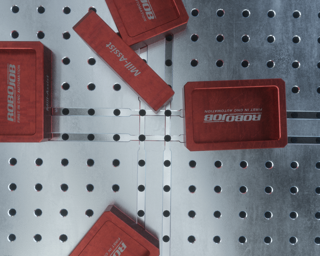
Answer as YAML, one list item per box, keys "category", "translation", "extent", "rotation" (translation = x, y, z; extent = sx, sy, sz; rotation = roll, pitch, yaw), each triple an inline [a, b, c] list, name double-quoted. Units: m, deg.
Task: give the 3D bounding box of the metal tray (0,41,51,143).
- category: "metal tray"
  translation: [-0.194, -0.046, 0.408]
  extent: [0.091, 0.030, 0.129]
  rotation: [0, 90, -1]

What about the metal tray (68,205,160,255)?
- category: "metal tray"
  translation: [-0.073, 0.181, 0.410]
  extent: [0.090, 0.030, 0.130]
  rotation: [39, 90, -1]

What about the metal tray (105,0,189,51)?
- category: "metal tray"
  translation: [-0.028, -0.179, 0.410]
  extent: [0.090, 0.030, 0.129]
  rotation: [-23, 90, -1]

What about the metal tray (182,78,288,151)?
- category: "metal tray"
  translation: [0.098, -0.017, 0.412]
  extent: [0.131, 0.030, 0.089]
  rotation: [-2, 90, -1]

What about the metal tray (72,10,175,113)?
- category: "metal tray"
  translation: [-0.040, -0.075, 0.380]
  extent: [0.130, 0.090, 0.030]
  rotation: [45, 90, -1]
